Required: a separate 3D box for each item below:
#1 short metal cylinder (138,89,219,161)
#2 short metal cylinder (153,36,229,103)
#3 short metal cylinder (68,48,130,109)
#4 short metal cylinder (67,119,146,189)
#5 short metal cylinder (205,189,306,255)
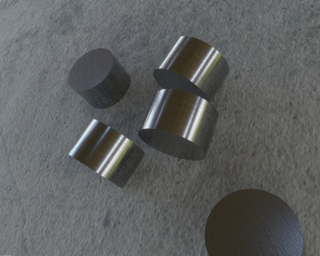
[{"bbox_3d":[0.022,-0.002,0.357,0.080,0.080,0.050,8,66,31],"label":"short metal cylinder"},{"bbox_3d":[0.039,-0.068,0.389,0.080,0.080,0.050,23,75,36],"label":"short metal cylinder"},{"bbox_3d":[-0.094,-0.077,0.482,0.080,0.050,0.080,-13,56,20],"label":"short metal cylinder"},{"bbox_3d":[-0.065,0.032,0.382,0.080,0.080,0.050,24,75,36],"label":"short metal cylinder"},{"bbox_3d":[0.087,0.101,0.280,0.080,0.050,0.080,-13,56,20],"label":"short metal cylinder"}]
